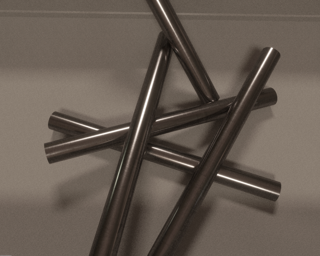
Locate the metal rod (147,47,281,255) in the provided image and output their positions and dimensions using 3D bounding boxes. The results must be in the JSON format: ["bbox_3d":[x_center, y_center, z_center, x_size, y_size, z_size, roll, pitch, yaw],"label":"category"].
[{"bbox_3d":[0.071,0.025,0.372,0.025,0.025,0.300,29,75,10],"label":"metal rod"}]

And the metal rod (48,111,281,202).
[{"bbox_3d":[0.001,0.034,0.397,0.301,0.025,0.025,17,71,5],"label":"metal rod"}]

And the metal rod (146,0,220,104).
[{"bbox_3d":[-0.004,-0.158,0.381,0.025,0.025,0.299,-35,108,-12],"label":"metal rod"}]

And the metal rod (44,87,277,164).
[{"bbox_3d":[0.012,-0.007,0.393,0.302,0.025,0.025,-14,71,-13],"label":"metal rod"}]

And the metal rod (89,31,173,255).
[{"bbox_3d":[-0.023,0.003,0.354,0.025,0.025,0.300,12,61,4],"label":"metal rod"}]
